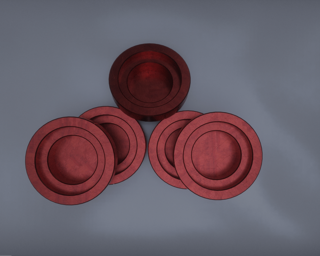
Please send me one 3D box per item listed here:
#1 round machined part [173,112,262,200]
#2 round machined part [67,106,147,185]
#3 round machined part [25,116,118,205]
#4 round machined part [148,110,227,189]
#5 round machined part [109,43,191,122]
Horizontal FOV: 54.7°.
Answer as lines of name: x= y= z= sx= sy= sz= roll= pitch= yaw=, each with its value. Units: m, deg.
round machined part: x=0.064 y=0.031 z=0.360 sx=0.099 sy=0.042 sz=0.097 roll=0 pitch=90 yaw=0
round machined part: x=-0.066 y=0.022 z=0.401 sx=0.099 sy=0.042 sz=0.097 roll=0 pitch=90 yaw=0
round machined part: x=-0.098 y=0.036 z=0.359 sx=0.099 sy=0.042 sz=0.097 roll=0 pitch=90 yaw=0
round machined part: x=0.034 y=0.027 z=0.402 sx=0.099 sy=0.042 sz=0.097 roll=0 pitch=90 yaw=0
round machined part: x=-0.013 y=-0.053 z=0.391 sx=0.099 sy=0.042 sz=0.098 roll=1 pitch=72 yaw=-1
